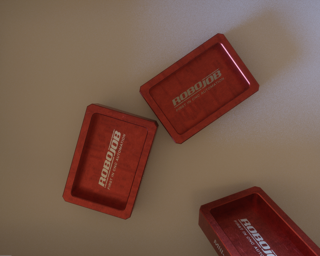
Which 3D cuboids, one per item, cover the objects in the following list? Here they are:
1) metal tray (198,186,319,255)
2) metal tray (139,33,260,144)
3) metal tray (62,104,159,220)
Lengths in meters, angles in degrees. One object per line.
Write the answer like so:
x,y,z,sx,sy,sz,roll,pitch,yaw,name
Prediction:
0.113,0.130,0.352,0.091,0.130,0.030,-15,126,-18,metal tray
0.050,-0.050,0.408,0.130,0.030,0.090,-35,90,0,metal tray
-0.063,0.042,0.400,0.090,0.030,0.129,17,96,2,metal tray
